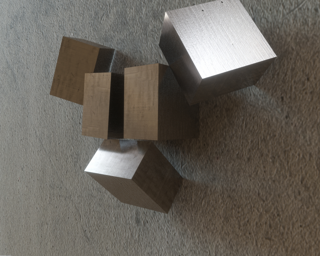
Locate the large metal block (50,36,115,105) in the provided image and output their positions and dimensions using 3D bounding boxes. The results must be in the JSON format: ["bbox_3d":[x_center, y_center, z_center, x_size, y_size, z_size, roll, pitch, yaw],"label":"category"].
[{"bbox_3d":[-0.109,-0.083,0.446,0.050,0.080,0.079,18,104,1],"label":"large metal block"}]

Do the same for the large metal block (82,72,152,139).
[{"bbox_3d":[-0.054,-0.028,0.413,0.050,0.081,0.079,6,94,39],"label":"large metal block"}]

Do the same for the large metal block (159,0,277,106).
[{"bbox_3d":[0.054,-0.079,0.316,0.050,0.081,0.080,108,140,-64],"label":"large metal block"}]

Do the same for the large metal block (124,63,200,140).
[{"bbox_3d":[0.004,-0.028,0.365,0.050,0.081,0.079,1,91,40],"label":"large metal block"}]

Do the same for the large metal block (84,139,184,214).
[{"bbox_3d":[-0.031,0.059,0.386,0.080,0.080,0.050,1,52,40],"label":"large metal block"}]
